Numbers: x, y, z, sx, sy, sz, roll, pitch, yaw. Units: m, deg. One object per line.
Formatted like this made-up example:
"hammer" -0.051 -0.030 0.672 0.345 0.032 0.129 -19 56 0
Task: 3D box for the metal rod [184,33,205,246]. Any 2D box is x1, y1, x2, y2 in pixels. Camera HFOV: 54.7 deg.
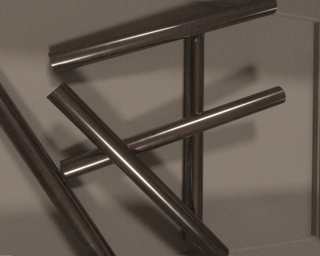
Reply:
"metal rod" 0.048 0.010 0.429 0.025 0.025 0.298 1 90 -20

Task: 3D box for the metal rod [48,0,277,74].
"metal rod" 0.013 -0.123 0.395 0.302 0.025 0.025 -18 97 -12

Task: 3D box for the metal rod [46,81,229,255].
"metal rod" -0.014 0.065 0.371 0.025 0.025 0.300 -47 108 -14

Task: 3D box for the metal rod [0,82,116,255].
"metal rod" -0.133 0.043 0.348 0.025 0.025 0.299 -34 96 -17

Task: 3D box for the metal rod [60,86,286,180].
"metal rod" 0.025 0.003 0.398 0.302 0.025 0.025 -19 97 -11
